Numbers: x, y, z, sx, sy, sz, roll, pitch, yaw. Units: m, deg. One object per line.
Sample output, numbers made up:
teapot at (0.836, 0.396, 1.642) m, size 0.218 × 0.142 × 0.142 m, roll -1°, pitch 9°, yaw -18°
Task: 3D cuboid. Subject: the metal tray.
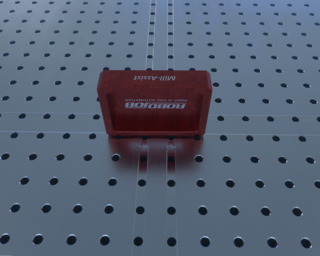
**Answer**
metal tray at (-0.006, -0.029, 0.389) m, size 0.131 × 0.090 × 0.030 m, roll 0°, pitch 50°, yaw 0°
